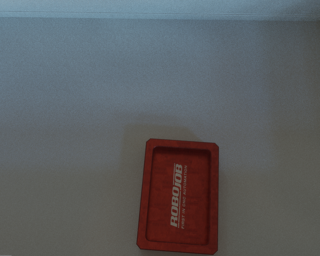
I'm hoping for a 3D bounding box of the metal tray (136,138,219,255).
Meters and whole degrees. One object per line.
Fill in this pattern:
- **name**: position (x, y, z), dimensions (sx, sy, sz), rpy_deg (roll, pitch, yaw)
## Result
- **metal tray**: position (0.023, 0.081, 0.377), dimensions (0.091, 0.030, 0.130), rpy_deg (4, 70, 1)
